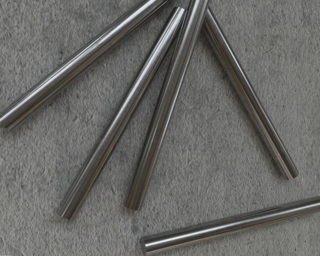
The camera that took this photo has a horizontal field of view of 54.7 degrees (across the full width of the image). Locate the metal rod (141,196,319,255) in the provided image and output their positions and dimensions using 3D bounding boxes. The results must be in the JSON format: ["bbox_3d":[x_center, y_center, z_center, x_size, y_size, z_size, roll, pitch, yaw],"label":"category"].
[{"bbox_3d":[0.120,0.138,0.453,0.303,0.025,0.025,-6,92,-20],"label":"metal rod"}]

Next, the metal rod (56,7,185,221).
[{"bbox_3d":[-0.042,-0.026,0.393,0.025,0.025,0.299,32,80,-17],"label":"metal rod"}]

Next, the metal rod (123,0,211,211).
[{"bbox_3d":[0.011,-0.041,0.399,0.025,0.025,0.299,19,89,-19],"label":"metal rod"}]

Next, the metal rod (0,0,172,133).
[{"bbox_3d":[-0.069,-0.105,0.383,0.301,0.025,0.025,-44,104,-15],"label":"metal rod"}]

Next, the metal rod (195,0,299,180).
[{"bbox_3d":[0.127,-0.051,0.455,0.025,0.025,0.299,-35,102,-17],"label":"metal rod"}]
